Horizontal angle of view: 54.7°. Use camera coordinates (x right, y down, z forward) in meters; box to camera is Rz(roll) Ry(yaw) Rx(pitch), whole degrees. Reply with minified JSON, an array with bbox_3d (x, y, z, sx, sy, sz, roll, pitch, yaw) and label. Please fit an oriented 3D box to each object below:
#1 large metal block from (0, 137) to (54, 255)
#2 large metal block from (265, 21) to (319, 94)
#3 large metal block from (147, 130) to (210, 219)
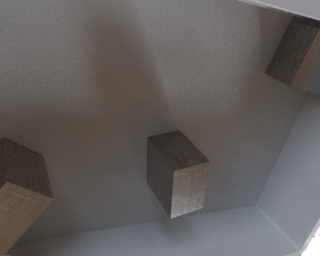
[{"bbox_3d":[-0.165,0.070,0.327,0.080,0.080,0.050,-48,129,5],"label":"large metal block"},{"bbox_3d":[0.215,-0.100,0.451,0.081,0.050,0.079,7,115,-32],"label":"large metal block"},{"bbox_3d":[0.021,0.061,0.424,0.050,0.080,0.079,-12,124,-22],"label":"large metal block"}]
